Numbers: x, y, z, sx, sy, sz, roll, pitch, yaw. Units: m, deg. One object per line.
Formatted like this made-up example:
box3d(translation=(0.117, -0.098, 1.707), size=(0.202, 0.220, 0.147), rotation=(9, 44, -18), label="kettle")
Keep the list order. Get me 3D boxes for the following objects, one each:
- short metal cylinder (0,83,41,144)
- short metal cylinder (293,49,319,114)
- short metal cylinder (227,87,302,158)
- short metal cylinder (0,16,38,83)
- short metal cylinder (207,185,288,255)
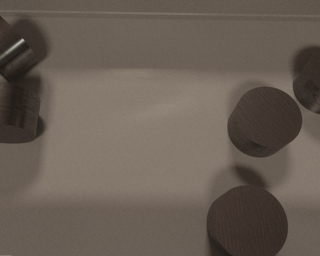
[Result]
box3d(translation=(-0.194, -0.016, 0.384), size=(0.081, 0.080, 0.050), rotation=(-1, 70, -1), label="short metal cylinder")
box3d(translation=(0.232, -0.064, 0.423), size=(0.081, 0.050, 0.080), rotation=(0, 70, 0), label="short metal cylinder")
box3d(translation=(0.133, -0.007, 0.400), size=(0.081, 0.050, 0.080), rotation=(0, 70, 0), label="short metal cylinder")
box3d(translation=(-0.214, -0.107, 0.417), size=(0.080, 0.080, 0.050), rotation=(41, 75, 13), label="short metal cylinder")
box3d(translation=(0.098, 0.110, 0.357), size=(0.081, 0.050, 0.080), rotation=(0, 70, 0), label="short metal cylinder")
